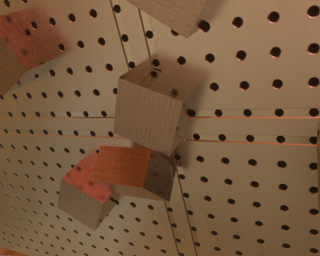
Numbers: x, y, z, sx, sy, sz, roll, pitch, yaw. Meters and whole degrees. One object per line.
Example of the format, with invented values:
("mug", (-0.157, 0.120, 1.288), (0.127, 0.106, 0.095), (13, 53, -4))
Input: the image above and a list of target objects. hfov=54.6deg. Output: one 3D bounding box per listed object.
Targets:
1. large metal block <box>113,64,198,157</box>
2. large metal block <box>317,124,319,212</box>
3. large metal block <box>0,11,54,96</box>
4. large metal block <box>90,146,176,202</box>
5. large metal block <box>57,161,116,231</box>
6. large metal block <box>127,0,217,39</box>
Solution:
("large metal block", (-0.007, -0.023, 0.385), (0.080, 0.050, 0.079), (22, 127, 15))
("large metal block", (0.205, 0.042, 0.313), (0.080, 0.050, 0.080), (-1, 118, 28))
("large metal block", (-0.216, -0.105, 0.445), (0.080, 0.050, 0.080), (-27, 104, 37))
("large metal block", (-0.034, 0.064, 0.428), (0.080, 0.050, 0.080), (1, 156, 28))
("large metal block", (-0.125, 0.117, 0.534), (0.080, 0.050, 0.079), (29, 128, 9))
("large metal block", (0.018, -0.147, 0.295), (0.080, 0.050, 0.080), (34, 129, 6))
